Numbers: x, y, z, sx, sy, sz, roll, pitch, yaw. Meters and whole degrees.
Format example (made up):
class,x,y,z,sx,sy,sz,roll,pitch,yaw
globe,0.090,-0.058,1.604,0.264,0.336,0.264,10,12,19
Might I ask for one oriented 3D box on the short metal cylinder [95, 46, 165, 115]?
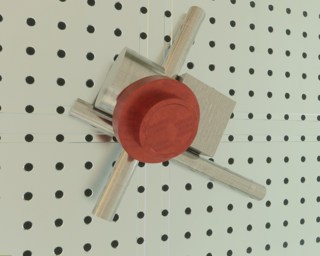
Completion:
class,x,y,z,sx,sy,sz,roll,pitch,yaw
short metal cylinder,-0.037,-0.049,0.370,0.050,0.080,0.080,26,81,-19

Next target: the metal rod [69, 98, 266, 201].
class,x,y,z,sx,sy,sz,roll,pitch,yaw
metal rod,0.024,0.037,0.422,0.302,0.025,0.025,26,81,-19

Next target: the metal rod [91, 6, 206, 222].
class,x,y,z,sx,sy,sz,roll,pitch,yaw
metal rod,-0.007,-0.030,0.390,0.025,0.025,0.300,30,73,-18

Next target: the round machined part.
class,x,y,z,sx,sy,sz,roll,pitch,yaw
round machined part,0.002,-0.005,0.335,0.099,0.042,0.097,-10,114,-24

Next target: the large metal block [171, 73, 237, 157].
class,x,y,z,sx,sy,sz,roll,pitch,yaw
large metal block,0.042,-0.016,0.412,0.080,0.050,0.080,27,81,-18
